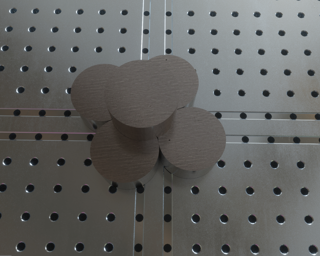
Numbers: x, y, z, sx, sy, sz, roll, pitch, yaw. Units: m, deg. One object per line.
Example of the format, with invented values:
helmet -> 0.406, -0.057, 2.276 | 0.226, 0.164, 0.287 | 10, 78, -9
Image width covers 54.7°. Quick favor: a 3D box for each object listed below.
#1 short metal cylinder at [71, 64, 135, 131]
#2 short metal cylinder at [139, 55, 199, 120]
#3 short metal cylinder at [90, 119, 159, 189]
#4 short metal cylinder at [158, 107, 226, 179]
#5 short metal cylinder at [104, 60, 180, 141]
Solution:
short metal cylinder -> -0.071, -0.037, 0.410 | 0.081, 0.050, 0.080 | 0, 70, 0
short metal cylinder -> 0.009, -0.050, 0.416 | 0.081, 0.050, 0.080 | 0, 70, 0
short metal cylinder -> -0.041, 0.033, 0.385 | 0.081, 0.050, 0.080 | 0, 70, 0
short metal cylinder -> 0.038, 0.020, 0.391 | 0.081, 0.050, 0.080 | 0, 70, 0
short metal cylinder -> -0.020, -0.030, 0.354 | 0.081, 0.050, 0.080 | 0, 71, -1
